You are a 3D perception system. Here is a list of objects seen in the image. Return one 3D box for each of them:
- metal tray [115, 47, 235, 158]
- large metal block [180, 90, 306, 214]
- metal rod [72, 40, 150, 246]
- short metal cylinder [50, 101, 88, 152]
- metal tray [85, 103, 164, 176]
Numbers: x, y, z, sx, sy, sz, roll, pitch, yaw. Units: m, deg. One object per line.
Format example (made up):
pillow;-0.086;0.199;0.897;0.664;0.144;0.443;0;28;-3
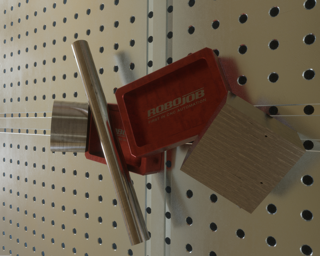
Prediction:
metal tray;0.017;-0.026;0.367;0.130;0.030;0.090;-22;76;20
large metal block;0.078;0.022;0.305;0.080;0.050;0.080;32;114;2
metal rod;-0.073;0.009;0.430;0.025;0.025;0.299;-31;71;35
short metal cylinder;-0.142;-0.002;0.487;0.080;0.050;0.080;-176;89;-75
metal tray;-0.055;0.011;0.451;0.130;0.030;0.089;9;96;39
